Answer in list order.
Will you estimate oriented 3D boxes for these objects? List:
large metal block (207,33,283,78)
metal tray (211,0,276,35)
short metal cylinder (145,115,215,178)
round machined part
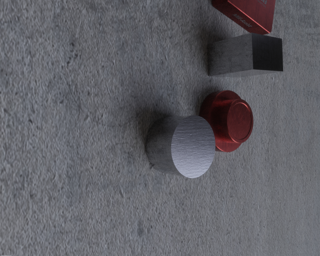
[{"bbox_3d":[0.131,-0.108,0.478,0.081,0.080,0.050,-6,94,-40],"label":"large metal block"},{"bbox_3d":[0.146,-0.223,0.523,0.131,0.030,0.090,16,80,-39],"label":"metal tray"},{"bbox_3d":[0.028,0.023,0.412,0.081,0.050,0.080,0,90,-40],"label":"short metal cylinder"},{"bbox_3d":[0.109,-0.011,0.485,0.099,0.042,0.097,0,90,-40],"label":"round machined part"}]
